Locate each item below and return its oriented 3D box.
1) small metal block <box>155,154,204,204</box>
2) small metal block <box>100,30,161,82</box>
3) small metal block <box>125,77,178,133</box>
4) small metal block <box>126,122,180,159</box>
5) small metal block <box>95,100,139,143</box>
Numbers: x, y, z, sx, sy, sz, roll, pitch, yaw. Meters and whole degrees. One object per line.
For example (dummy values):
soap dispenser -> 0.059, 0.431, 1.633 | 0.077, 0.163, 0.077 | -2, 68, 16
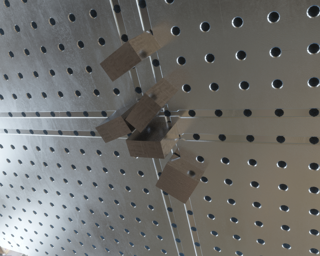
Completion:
small metal block -> 0.028, 0.073, 0.442 | 0.050, 0.025, 0.050 | 30, 128, 9
small metal block -> -0.034, -0.084, 0.361 | 0.050, 0.050, 0.025 | -27, 104, 37
small metal block -> -0.010, -0.029, 0.383 | 0.025, 0.050, 0.050 | 41, 129, 0
small metal block -> -0.009, 0.015, 0.409 | 0.050, 0.050, 0.025 | 1, 119, 28
small metal block -> -0.050, -0.009, 0.416 | 0.050, 0.050, 0.025 | -21, 107, 36
